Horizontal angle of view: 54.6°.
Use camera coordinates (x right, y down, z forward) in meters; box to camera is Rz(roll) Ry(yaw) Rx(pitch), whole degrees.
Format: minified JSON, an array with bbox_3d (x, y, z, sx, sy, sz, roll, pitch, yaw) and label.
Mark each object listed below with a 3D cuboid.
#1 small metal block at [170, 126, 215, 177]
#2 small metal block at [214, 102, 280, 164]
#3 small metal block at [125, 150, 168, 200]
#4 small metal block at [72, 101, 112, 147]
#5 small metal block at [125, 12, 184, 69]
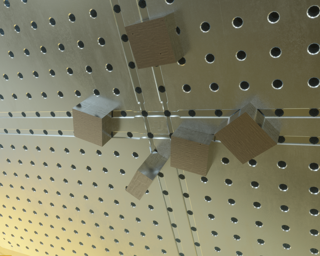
[{"bbox_3d":[0.042,0.031,0.408,0.050,0.025,0.050,14,124,20],"label":"small metal block"},{"bbox_3d":[0.101,0.007,0.362,0.050,0.025,0.050,45,129,-4],"label":"small metal block"},{"bbox_3d":[-0.019,0.068,0.448,0.025,0.050,0.050,34,129,6],"label":"small metal block"},{"bbox_3d":[-0.101,-0.006,0.461,0.050,0.025,0.050,19,126,17],"label":"small metal block"},{"bbox_3d":[-0.006,-0.099,0.354,0.050,0.025,0.050,-3,117,30],"label":"small metal block"}]
